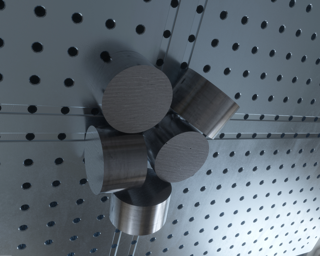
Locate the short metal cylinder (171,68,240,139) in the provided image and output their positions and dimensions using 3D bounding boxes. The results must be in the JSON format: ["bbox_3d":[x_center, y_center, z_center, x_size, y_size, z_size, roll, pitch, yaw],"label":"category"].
[{"bbox_3d":[0.051,-0.030,0.384,0.080,0.080,0.050,32,100,-38],"label":"short metal cylinder"}]

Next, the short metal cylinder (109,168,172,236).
[{"bbox_3d":[-0.027,0.097,0.420,0.081,0.080,0.050,-6,122,-25],"label":"short metal cylinder"}]

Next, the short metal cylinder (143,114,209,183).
[{"bbox_3d":[0.019,0.027,0.422,0.081,0.050,0.079,-14,125,-21],"label":"short metal cylinder"}]

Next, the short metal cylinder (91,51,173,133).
[{"bbox_3d":[-0.033,-0.041,0.351,0.081,0.050,0.079,-13,124,-20],"label":"short metal cylinder"}]

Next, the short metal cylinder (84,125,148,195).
[{"bbox_3d":[-0.055,0.036,0.369,0.050,0.080,0.079,-3,120,-28],"label":"short metal cylinder"}]
